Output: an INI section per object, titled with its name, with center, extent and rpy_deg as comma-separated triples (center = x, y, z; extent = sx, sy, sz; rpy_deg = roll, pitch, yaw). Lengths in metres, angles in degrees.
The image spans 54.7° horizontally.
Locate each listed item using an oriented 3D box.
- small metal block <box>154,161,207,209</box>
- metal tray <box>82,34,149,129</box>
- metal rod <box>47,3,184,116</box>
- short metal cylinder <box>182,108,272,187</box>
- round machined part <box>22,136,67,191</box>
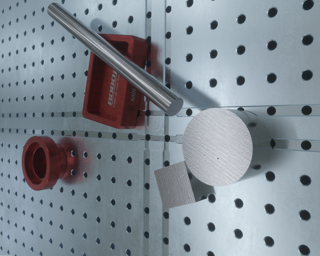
[small metal block]
center = 0.025, 0.070, 0.387
extent = 0.050, 0.025, 0.050
rpy_deg = -24, 75, 37
[metal tray]
center = -0.069, -0.070, 0.460
extent = 0.090, 0.030, 0.129
rpy_deg = 16, 100, 38
[metal rod]
center = -0.078, -0.109, 0.431
extent = 0.300, 0.025, 0.025
rpy_deg = 42, 115, 31
[short metal cylinder]
center = 0.071, 0.019, 0.333
extent = 0.080, 0.050, 0.079
rpy_deg = 0, 90, 39
[round machined part]
center = -0.209, 0.063, 0.567
extent = 0.098, 0.042, 0.097
rpy_deg = 0, 90, 39
